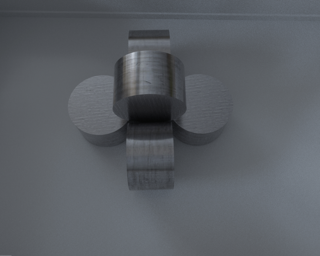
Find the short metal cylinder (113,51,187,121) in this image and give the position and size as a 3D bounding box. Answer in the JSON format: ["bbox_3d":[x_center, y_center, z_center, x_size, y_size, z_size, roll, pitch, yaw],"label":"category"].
[{"bbox_3d":[-0.012,-0.043,0.347,0.081,0.080,0.050,-1,70,-1],"label":"short metal cylinder"}]

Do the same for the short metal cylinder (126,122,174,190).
[{"bbox_3d":[-0.011,0.033,0.366,0.050,0.080,0.080,-2,70,-1],"label":"short metal cylinder"}]

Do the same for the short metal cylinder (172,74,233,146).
[{"bbox_3d":[0.049,-0.022,0.402,0.081,0.050,0.080,0,70,0],"label":"short metal cylinder"}]

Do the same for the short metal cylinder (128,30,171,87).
[{"bbox_3d":[-0.013,-0.088,0.410,0.050,0.080,0.080,-2,70,-1],"label":"short metal cylinder"}]

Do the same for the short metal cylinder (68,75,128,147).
[{"bbox_3d":[-0.072,-0.021,0.401,0.081,0.050,0.080,0,70,0],"label":"short metal cylinder"}]
